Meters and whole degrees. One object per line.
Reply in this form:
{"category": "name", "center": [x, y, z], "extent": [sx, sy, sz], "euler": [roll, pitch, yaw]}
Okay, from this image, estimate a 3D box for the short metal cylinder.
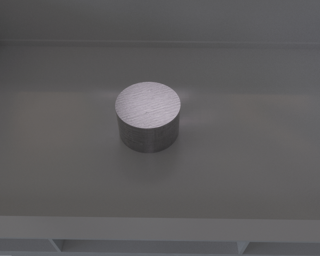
{"category": "short metal cylinder", "center": [-0.015, -0.014, 0.401], "extent": [0.080, 0.050, 0.080], "euler": [0, 50, 0]}
